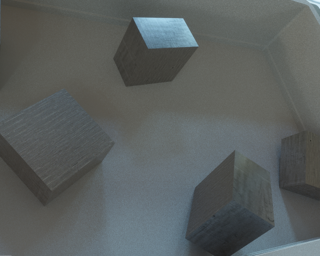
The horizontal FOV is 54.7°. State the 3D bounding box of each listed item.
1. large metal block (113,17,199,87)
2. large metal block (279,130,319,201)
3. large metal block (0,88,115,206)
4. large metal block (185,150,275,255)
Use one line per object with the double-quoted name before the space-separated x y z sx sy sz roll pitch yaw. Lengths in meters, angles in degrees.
"large metal block" -0.008 -0.105 0.430 0.081 0.080 0.050 -12 68 -33
"large metal block" 0.232 0.059 0.468 0.080 0.050 0.080 19 66 -17
"large metal block" -0.109 0.018 0.320 0.080 0.050 0.080 47 51 4
"large metal block" 0.078 0.085 0.347 0.050 0.080 0.080 33 35 -7
